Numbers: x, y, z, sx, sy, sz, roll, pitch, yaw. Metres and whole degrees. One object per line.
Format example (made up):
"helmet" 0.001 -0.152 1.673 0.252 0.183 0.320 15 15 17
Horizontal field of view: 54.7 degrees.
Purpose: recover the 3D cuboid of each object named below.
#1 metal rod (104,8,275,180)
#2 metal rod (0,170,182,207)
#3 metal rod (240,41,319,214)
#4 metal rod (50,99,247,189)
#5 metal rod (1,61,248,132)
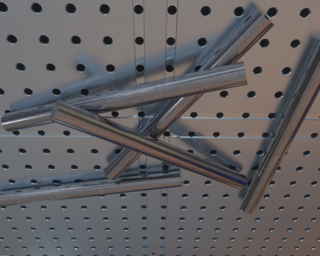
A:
"metal rod" 0.017 -0.023 0.392 0.025 0.025 0.299 30 124 -23
"metal rod" -0.116 0.097 0.492 0.302 0.025 0.025 -7 130 5
"metal rod" 0.168 0.023 0.433 0.025 0.025 0.298 5 130 -5
"metal rod" 0.007 0.032 0.409 0.302 0.025 0.025 23 127 -31
"metal rod" -0.053 -0.033 0.364 0.301 0.025 0.025 -10 130 15
